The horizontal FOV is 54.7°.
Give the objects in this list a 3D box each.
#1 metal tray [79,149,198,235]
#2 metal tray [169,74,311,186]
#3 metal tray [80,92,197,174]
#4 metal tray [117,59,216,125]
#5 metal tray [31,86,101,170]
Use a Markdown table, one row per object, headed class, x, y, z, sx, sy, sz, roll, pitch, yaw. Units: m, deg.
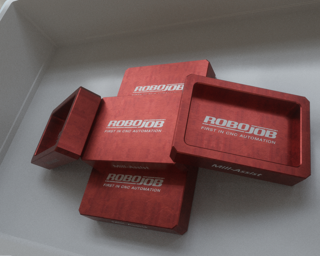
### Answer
| class | x | y | z | sx | sy | sz | roll | pitch | yaw |
| --- | --- | --- | --- | --- | --- | --- | --- | --- | --- |
| metal tray | -0.025 | 0.070 | 0.370 | 0.130 | 0.030 | 0.090 | 0 | 61 | 27 |
| metal tray | 0.082 | 0.001 | 0.317 | 0.131 | 0.030 | 0.090 | 12 | 65 | 1 |
| metal tray | -0.024 | 0.005 | 0.372 | 0.130 | 0.030 | 0.090 | -1 | 61 | 27 |
| metal tray | 0.004 | -0.044 | 0.424 | 0.130 | 0.030 | 0.090 | 0 | 61 | 27 |
| metal tray | -0.133 | 0.005 | 0.429 | 0.130 | 0.030 | 0.090 | -20 | 49 | 53 |
